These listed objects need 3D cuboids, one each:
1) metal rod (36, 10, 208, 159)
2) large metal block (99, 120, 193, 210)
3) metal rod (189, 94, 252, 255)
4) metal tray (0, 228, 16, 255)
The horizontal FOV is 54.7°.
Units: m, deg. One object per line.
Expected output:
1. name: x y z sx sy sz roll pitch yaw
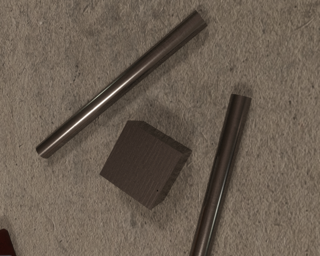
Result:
1. metal rod: -0.063 -0.051 0.429 0.300 0.025 0.025 -37 79 15
2. large metal block: -0.017 0.045 0.401 0.080 0.050 0.080 31 100 17
3. metal rod: 0.063 0.106 0.386 0.025 0.025 0.298 15 95 19
4. metal tray: -0.270 0.240 0.499 0.090 0.030 0.129 -26 82 17
